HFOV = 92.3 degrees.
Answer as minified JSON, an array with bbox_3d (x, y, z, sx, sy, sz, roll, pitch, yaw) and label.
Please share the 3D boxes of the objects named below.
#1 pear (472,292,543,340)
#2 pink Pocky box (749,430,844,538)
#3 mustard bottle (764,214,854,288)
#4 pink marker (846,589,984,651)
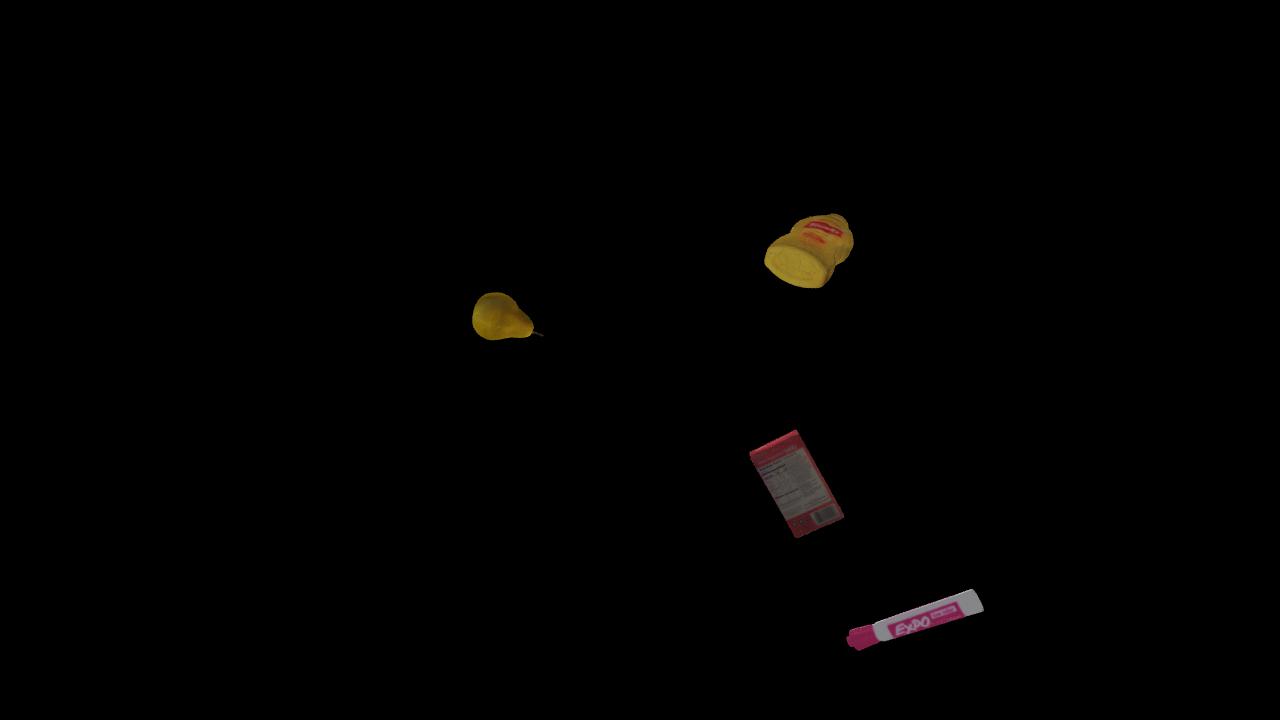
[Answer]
[{"bbox_3d":[-0.206,-0.060,0.971,0.111,0.080,0.080,18,-1,-4],"label":"pear"},{"bbox_3d":[0.243,0.193,0.958,0.084,0.155,0.029,-29,7,13],"label":"pink Pocky box"},{"bbox_3d":[0.254,-0.166,0.876,0.092,0.054,0.184,23,42,25],"label":"mustard bottle"},{"bbox_3d":[0.240,0.232,0.546,0.121,0.020,0.020,-32,-15,25],"label":"pink marker"}]
